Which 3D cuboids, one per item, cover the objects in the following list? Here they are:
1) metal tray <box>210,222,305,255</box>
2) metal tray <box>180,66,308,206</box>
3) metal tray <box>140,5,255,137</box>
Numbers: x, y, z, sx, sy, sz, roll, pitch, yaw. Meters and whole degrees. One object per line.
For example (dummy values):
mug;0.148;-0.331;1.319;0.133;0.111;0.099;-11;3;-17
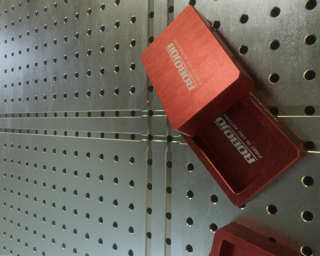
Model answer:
metal tray;0.093;0.180;0.329;0.090;0.030;0.129;16;100;39
metal tray;0.080;0.006;0.340;0.090;0.030;0.130;-51;60;28
metal tray;0.035;-0.067;0.351;0.090;0.030;0.130;-41;51;23
